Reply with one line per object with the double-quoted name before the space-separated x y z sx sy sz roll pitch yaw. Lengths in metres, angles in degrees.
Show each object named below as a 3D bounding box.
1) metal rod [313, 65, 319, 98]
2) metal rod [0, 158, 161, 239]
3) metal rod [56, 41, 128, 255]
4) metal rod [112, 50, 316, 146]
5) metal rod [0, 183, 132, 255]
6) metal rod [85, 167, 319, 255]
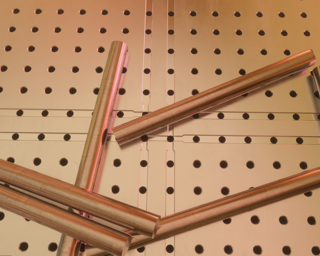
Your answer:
"metal rod" 0.242 0.055 0.392 0.025 0.025 0.299 -4 70 -1
"metal rod" -0.144 0.066 0.366 0.301 0.025 0.025 16 71 14
"metal rod" -0.084 0.018 0.404 0.025 0.025 0.299 9 70 3
"metal rod" 0.079 -0.045 0.428 0.302 0.025 0.025 -22 72 -8
"metal rod" -0.175 0.083 0.362 0.301 0.025 0.025 17 71 13
"metal rod" 0.061 0.103 0.374 0.302 0.025 0.025 -16 71 -6
